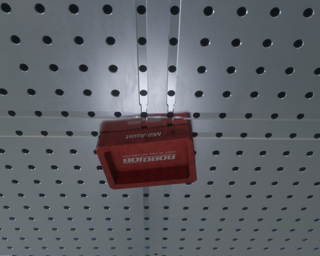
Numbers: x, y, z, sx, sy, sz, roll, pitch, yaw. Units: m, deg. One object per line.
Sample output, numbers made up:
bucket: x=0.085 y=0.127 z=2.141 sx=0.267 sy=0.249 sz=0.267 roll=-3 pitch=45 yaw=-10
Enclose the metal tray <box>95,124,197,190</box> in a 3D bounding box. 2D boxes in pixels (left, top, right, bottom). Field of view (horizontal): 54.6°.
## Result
metal tray: x=-0.016 y=0.044 z=0.444 sx=0.131 sy=0.030 sz=0.090 roll=-6 pitch=130 yaw=5
